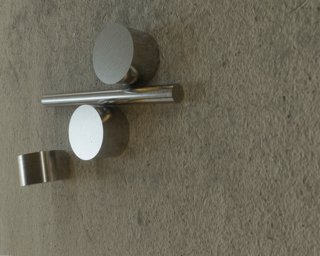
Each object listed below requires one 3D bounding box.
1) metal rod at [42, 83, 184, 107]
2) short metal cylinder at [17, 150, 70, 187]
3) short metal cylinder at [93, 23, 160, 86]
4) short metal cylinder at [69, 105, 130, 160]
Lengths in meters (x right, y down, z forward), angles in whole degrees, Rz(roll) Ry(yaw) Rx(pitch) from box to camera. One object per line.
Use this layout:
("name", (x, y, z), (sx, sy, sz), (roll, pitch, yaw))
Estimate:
("metal rod", (-0.093, -0.047, 0.481), (0.300, 0.025, 0.025), (2, 91, 40))
("short metal cylinder", (-0.200, 0.070, 0.535), (0.080, 0.081, 0.050), (-16, 80, 39))
("short metal cylinder", (-0.047, -0.098, 0.428), (0.080, 0.050, 0.079), (0, 90, 40))
("short metal cylinder", (-0.092, 0.006, 0.465), (0.080, 0.050, 0.079), (0, 90, 40))
